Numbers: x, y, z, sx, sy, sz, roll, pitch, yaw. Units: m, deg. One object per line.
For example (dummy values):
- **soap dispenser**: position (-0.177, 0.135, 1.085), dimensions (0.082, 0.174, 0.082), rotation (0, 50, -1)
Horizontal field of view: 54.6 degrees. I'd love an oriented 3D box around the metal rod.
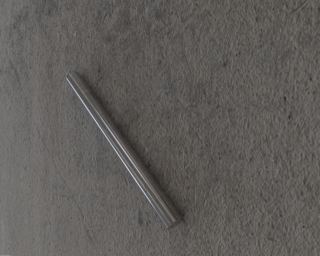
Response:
- **metal rod**: position (-0.064, 0.017, 0.458), dimensions (0.300, 0.025, 0.025), rotation (51, 120, 28)
